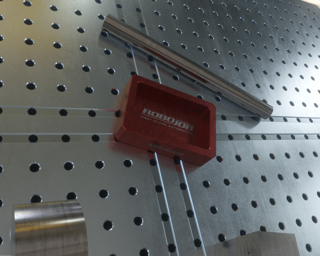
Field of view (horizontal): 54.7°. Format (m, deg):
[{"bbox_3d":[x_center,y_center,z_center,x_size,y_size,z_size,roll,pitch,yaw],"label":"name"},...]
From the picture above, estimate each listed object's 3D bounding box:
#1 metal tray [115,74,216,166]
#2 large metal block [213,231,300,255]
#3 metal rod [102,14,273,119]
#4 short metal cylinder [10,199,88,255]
[{"bbox_3d":[0.012,-0.010,0.417,0.131,0.030,0.090,18,55,-18],"label":"metal tray"},{"bbox_3d":[0.105,0.161,0.331,0.050,0.080,0.080,12,57,-22],"label":"large metal block"},{"bbox_3d":[0.050,-0.092,0.491,0.301,0.025,0.025,27,52,-12],"label":"metal rod"},{"bbox_3d":[-0.095,0.103,0.259,0.050,0.080,0.080,1,61,-28],"label":"short metal cylinder"}]
